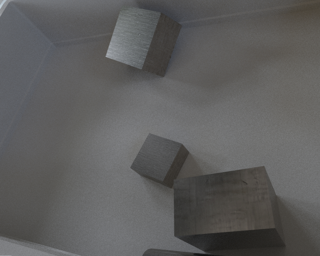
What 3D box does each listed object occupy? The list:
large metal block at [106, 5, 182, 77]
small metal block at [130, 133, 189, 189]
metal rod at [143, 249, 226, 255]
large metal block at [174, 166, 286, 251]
[{"bbox_3d":[-0.025,-0.129,0.462,0.080,0.050,0.080,26,101,36],"label":"large metal block"},{"bbox_3d":[0.000,0.039,0.380,0.050,0.025,0.050,17,70,34],"label":"small metal block"},{"bbox_3d":[0.081,0.105,0.213,0.299,0.025,0.025,-21,49,50],"label":"metal rod"},{"bbox_3d":[0.065,0.079,0.287,0.080,0.080,0.050,-13,57,21],"label":"large metal block"}]
